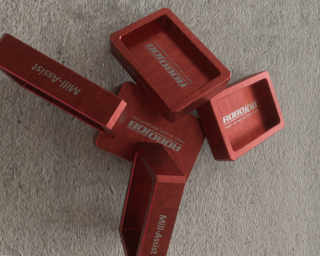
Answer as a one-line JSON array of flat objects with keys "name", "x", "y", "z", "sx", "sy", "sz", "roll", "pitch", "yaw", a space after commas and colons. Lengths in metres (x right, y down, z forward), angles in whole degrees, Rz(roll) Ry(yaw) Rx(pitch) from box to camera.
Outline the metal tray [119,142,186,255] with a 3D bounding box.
[{"name": "metal tray", "x": -0.014, "y": 0.091, "z": 0.351, "sx": 0.030, "sy": 0.090, "sz": 0.129, "roll": 6, "pitch": 109, "yaw": -20}]

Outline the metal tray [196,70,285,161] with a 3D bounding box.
[{"name": "metal tray", "x": 0.116, "y": -0.020, "z": 0.435, "sx": 0.131, "sy": 0.030, "sz": 0.090, "roll": -26, "pitch": 99, "yaw": -33}]

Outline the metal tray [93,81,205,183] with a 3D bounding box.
[{"name": "metal tray", "x": -0.009, "y": 0.008, "z": 0.405, "sx": 0.131, "sy": 0.030, "sz": 0.090, "roll": 27, "pitch": 81, "yaw": -19}]

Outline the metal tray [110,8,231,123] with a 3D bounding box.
[{"name": "metal tray", "x": 0.011, "y": -0.081, "z": 0.381, "sx": 0.090, "sy": 0.030, "sz": 0.130, "roll": -33, "pitch": 72, "yaw": -18}]

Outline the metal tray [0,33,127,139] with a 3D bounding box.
[{"name": "metal tray", "x": -0.098, "y": -0.037, "z": 0.323, "sx": 0.130, "sy": 0.090, "sz": 0.030, "roll": 30, "pitch": 80, "yaw": -1}]
